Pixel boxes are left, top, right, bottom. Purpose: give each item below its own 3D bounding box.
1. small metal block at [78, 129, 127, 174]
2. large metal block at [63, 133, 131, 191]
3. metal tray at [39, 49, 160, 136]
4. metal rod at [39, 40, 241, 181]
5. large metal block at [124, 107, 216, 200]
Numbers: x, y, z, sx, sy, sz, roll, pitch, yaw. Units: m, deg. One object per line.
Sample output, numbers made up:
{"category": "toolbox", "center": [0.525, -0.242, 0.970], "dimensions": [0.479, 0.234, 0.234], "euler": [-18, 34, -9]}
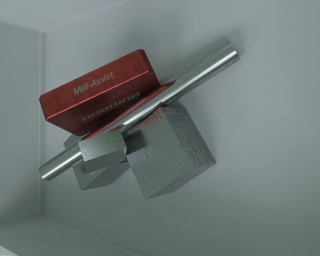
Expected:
{"category": "small metal block", "center": [-0.070, 0.029, 0.381], "dimensions": [0.050, 0.050, 0.025], "euler": [110, 138, -64]}
{"category": "large metal block", "center": [-0.089, 0.035, 0.457], "dimensions": [0.080, 0.050, 0.080], "euler": [-41, 66, 32]}
{"category": "metal tray", "center": [-0.064, -0.038, 0.379], "dimensions": [0.130, 0.090, 0.030], "euler": [-25, 73, 3]}
{"category": "metal rod", "center": [-0.039, -0.011, 0.387], "dimensions": [0.300, 0.025, 0.025], "euler": [-32, 70, 19]}
{"category": "large metal block", "center": [0.008, 0.030, 0.381], "dimensions": [0.080, 0.050, 0.080], "euler": [-41, 66, 32]}
